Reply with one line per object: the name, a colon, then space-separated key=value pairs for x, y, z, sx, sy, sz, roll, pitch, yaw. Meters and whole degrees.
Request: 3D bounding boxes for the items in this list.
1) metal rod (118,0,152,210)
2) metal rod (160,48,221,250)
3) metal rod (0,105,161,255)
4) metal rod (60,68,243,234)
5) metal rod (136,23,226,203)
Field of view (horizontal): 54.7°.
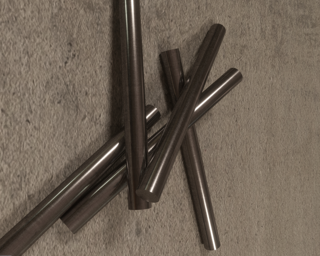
metal rod: x=-0.031 y=-0.061 z=0.353 sx=0.025 sy=0.025 sz=0.298 roll=3 pitch=80 yaw=-40
metal rod: x=0.046 y=0.038 z=0.446 sx=0.025 sy=0.025 sz=0.298 roll=-22 pitch=104 yaw=-38
metal rod: x=-0.100 y=0.072 z=0.322 sx=0.301 sy=0.025 sz=0.025 roll=-45 pitch=118 yaw=-31
metal rod: x=0.006 y=0.013 z=0.387 sx=0.301 sy=0.025 sz=0.025 roll=-41 pitch=116 yaw=-25
metal rod: x=0.039 y=-0.042 z=0.395 sx=0.025 sy=0.025 sz=0.300 roll=49 pitch=48 yaw=-29
